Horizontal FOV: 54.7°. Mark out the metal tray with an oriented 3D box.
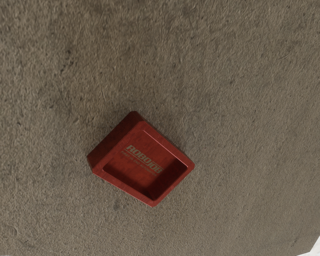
[{"bbox_3d":[-0.022,0.047,0.424,0.090,0.030,0.130,-46,130,3],"label":"metal tray"}]
